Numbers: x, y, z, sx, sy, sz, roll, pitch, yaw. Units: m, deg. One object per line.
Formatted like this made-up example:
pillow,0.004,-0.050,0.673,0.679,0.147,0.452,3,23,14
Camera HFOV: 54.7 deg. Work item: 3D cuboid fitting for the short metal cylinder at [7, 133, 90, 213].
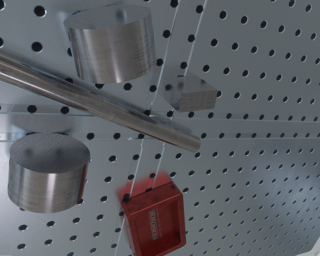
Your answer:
short metal cylinder,-0.121,0.046,0.338,0.081,0.080,0.050,1,118,-29

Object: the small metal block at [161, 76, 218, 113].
small metal block,0.036,-0.044,0.388,0.050,0.050,0.025,-8,122,-25

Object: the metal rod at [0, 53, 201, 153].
metal rod,-0.062,-0.021,0.364,0.302,0.025,0.025,22,106,-37

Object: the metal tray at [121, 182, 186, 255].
metal tray,-0.006,0.158,0.502,0.091,0.030,0.129,-19,126,-18

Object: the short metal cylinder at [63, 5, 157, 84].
short metal cylinder,-0.046,-0.083,0.299,0.081,0.080,0.050,-19,126,-17
